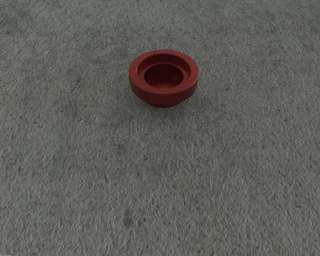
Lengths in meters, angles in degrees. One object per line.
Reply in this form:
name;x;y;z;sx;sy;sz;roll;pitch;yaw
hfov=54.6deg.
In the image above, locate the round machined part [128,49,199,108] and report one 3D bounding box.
round machined part;0.005;-0.068;0.449;0.099;0.042;0.098;0;50;0
